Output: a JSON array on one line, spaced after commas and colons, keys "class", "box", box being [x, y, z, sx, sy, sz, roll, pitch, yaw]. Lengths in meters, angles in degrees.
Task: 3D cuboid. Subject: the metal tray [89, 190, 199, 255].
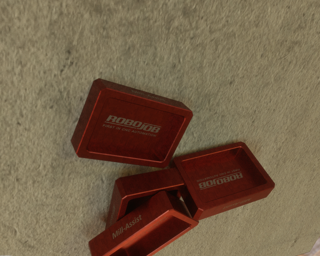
[{"class": "metal tray", "box": [-0.020, 0.146, 0.429, 0.130, 0.030, 0.090, -37, 140, 9]}]

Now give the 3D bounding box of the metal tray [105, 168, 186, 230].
[{"class": "metal tray", "box": [-0.024, 0.115, 0.443, 0.091, 0.030, 0.129, -7, 136, -26]}]

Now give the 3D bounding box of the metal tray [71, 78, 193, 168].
[{"class": "metal tray", "box": [-0.032, -0.001, 0.386, 0.131, 0.030, 0.089, 12, 112, -34]}]

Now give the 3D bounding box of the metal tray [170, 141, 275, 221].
[{"class": "metal tray", "box": [0.091, 0.074, 0.458, 0.131, 0.090, 0.030, -11, 141, -23]}]
